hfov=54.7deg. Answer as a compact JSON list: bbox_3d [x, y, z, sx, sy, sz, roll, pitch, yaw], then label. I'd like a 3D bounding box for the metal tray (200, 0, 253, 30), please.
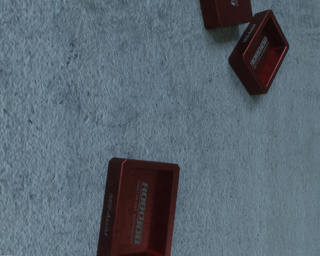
[{"bbox_3d":[0.098,-0.225,0.483,0.091,0.030,0.129,-21,104,-38],"label":"metal tray"}]

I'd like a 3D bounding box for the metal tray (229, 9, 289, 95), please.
[{"bbox_3d":[0.179,-0.134,0.550,0.090,0.030,0.130,48,62,-30],"label":"metal tray"}]

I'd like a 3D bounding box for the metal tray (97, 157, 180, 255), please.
[{"bbox_3d":[-0.024,0.105,0.380,0.091,0.030,0.129,11,83,-39],"label":"metal tray"}]
